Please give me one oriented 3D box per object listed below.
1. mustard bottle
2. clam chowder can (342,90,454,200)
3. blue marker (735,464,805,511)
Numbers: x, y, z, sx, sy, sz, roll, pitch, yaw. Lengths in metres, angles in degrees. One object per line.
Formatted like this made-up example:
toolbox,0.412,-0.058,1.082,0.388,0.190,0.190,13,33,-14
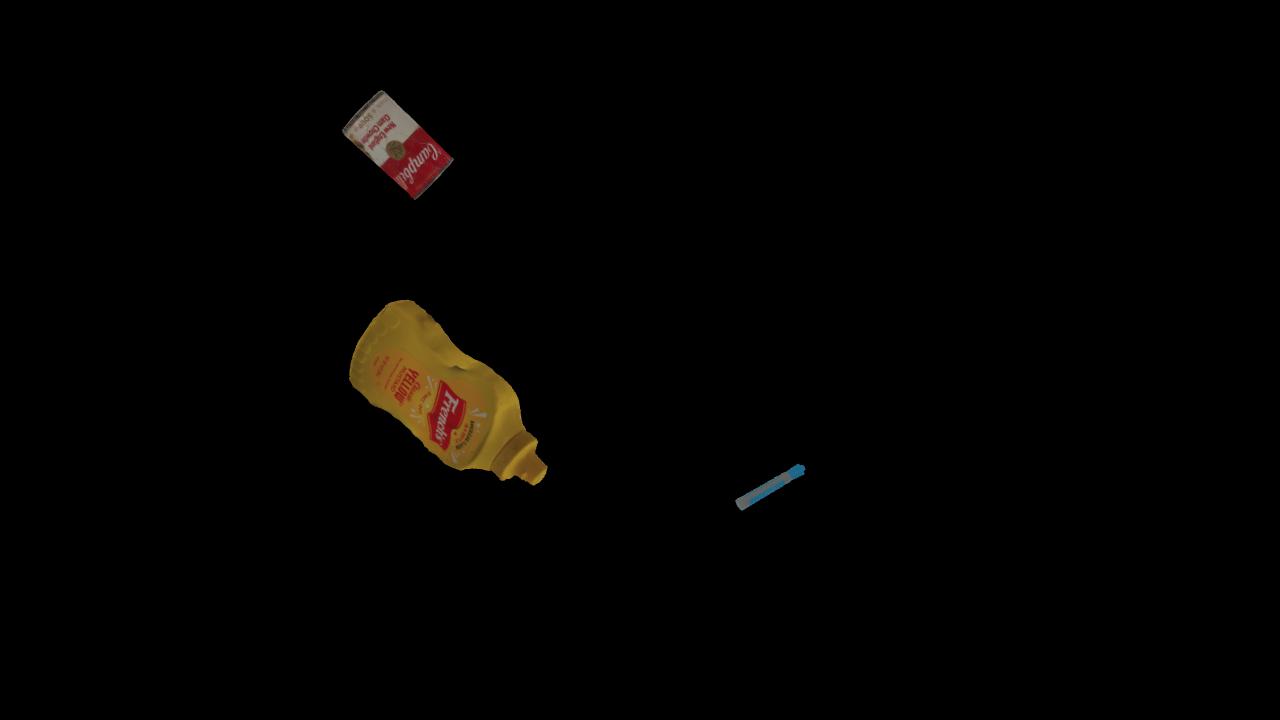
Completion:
mustard bottle,-0.149,0.038,0.503,0.184,0.092,0.054,38,15,9
clam chowder can,-0.275,-0.244,0.702,0.102,0.068,0.068,44,-24,-27
blue marker,0.202,0.193,0.942,0.121,0.020,0.020,-27,6,-12
